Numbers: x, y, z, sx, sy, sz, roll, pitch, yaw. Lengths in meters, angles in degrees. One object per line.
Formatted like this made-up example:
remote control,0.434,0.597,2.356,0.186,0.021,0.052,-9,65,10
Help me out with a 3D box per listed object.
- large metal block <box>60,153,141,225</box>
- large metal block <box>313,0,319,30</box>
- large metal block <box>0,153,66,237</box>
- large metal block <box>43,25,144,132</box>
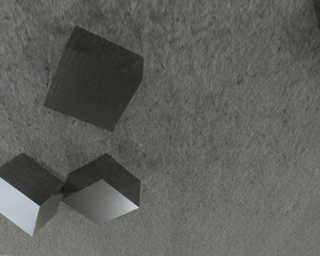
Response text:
large metal block,-0.087,0.095,0.471,0.080,0.050,0.080,-29,125,21
large metal block,0.205,-0.110,0.301,0.080,0.050,0.080,-24,127,18
large metal block,-0.193,0.097,0.450,0.080,0.050,0.079,33,127,8
large metal block,-0.073,-0.052,0.345,0.080,0.050,0.080,22,127,-18
